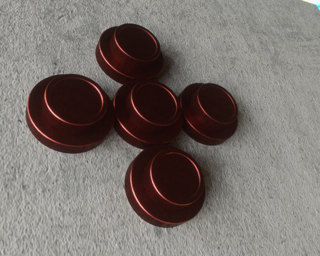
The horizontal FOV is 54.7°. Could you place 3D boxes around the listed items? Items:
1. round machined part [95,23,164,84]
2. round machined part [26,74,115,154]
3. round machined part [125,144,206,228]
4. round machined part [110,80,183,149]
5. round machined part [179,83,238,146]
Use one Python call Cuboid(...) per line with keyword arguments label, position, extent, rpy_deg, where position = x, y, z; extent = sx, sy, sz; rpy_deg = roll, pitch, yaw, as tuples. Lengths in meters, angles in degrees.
Cuboid(label="round machined part", position=(-0.039, -0.110, 0.442), extent=(0.099, 0.042, 0.098), rpy_deg=(14, 56, -21))
Cuboid(label="round machined part", position=(-0.099, -0.023, 0.356), extent=(0.099, 0.042, 0.098), rpy_deg=(14, 56, -21))
Cuboid(label="round machined part", position=(0.012, 0.063, 0.363), extent=(0.099, 0.042, 0.098), rpy_deg=(14, 56, -21))
Cuboid(label="round machined part", position=(-0.013, -0.023, 0.403), extent=(0.099, 0.042, 0.098), rpy_deg=(14, 56, -21))
Cuboid(label="round machined part", position=(0.074, -0.026, 0.452), extent=(0.099, 0.042, 0.098), rpy_deg=(14, 56, -21))
